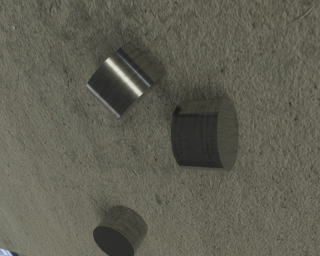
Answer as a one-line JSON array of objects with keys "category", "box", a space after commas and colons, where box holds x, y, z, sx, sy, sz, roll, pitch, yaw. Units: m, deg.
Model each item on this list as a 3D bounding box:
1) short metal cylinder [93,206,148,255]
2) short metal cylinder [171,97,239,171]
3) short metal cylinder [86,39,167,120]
[{"category": "short metal cylinder", "box": [-0.068, 0.183, 0.540, 0.080, 0.050, 0.079, 13, 124, 21]}, {"category": "short metal cylinder", "box": [0.053, 0.007, 0.348, 0.050, 0.080, 0.080, -1, 118, 29]}, {"category": "short metal cylinder", "box": [-0.038, -0.055, 0.357, 0.050, 0.080, 0.080, 46, 129, -4]}]
